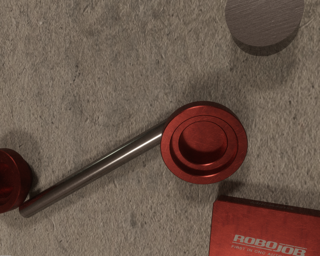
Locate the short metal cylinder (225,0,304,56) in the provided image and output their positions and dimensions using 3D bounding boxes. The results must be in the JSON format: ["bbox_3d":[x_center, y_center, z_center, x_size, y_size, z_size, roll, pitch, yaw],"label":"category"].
[{"bbox_3d":[0.119,-0.127,0.354,0.080,0.050,0.079,0,90,19],"label":"short metal cylinder"}]

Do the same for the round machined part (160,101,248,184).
[{"bbox_3d":[0.051,0.014,0.369,0.099,0.042,0.097,1,110,3],"label":"round machined part"}]

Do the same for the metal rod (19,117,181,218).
[{"bbox_3d":[-0.084,0.056,0.437,0.300,0.025,0.025,-30,81,17],"label":"metal rod"}]

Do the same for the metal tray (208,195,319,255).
[{"bbox_3d":[0.126,0.135,0.362,0.130,0.030,0.089,5,92,19],"label":"metal tray"}]

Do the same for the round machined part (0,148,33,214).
[{"bbox_3d":[-0.240,0.080,0.482,0.098,0.042,0.097,0,90,20],"label":"round machined part"}]
